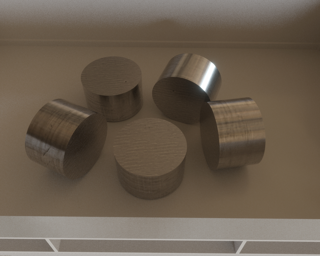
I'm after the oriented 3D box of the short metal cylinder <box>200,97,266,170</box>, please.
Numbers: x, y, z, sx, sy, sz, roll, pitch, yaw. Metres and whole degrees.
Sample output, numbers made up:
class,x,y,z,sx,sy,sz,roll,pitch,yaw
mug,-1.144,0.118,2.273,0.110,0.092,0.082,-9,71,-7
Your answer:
class,x,y,z,sx,sy,sz,roll,pitch,yaw
short metal cylinder,0.082,0.006,0.363,0.050,0.080,0.080,-7,51,-6

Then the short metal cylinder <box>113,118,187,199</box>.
class,x,y,z,sx,sy,sz,roll,pitch,yaw
short metal cylinder,-0.011,0.034,0.357,0.081,0.050,0.080,0,50,0

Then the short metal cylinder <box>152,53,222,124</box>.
class,x,y,z,sx,sy,sz,roll,pitch,yaw
short metal cylinder,0.036,-0.052,0.413,0.080,0.080,0.050,17,52,13

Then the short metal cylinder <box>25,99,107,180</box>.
class,x,y,z,sx,sy,sz,roll,pitch,yaw
short metal cylinder,-0.104,0.012,0.355,0.050,0.080,0.080,21,53,17

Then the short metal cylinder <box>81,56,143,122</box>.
class,x,y,z,sx,sy,sz,roll,pitch,yaw
short metal cylinder,-0.065,-0.055,0.432,0.081,0.050,0.080,0,50,0
